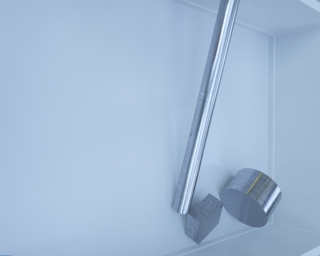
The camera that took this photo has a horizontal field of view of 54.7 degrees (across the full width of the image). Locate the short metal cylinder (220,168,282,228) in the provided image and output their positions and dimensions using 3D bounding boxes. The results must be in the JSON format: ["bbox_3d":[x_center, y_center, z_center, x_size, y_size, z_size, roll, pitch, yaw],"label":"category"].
[{"bbox_3d":[0.145,0.111,0.496,0.050,0.080,0.080,-42,116,-32],"label":"short metal cylinder"}]

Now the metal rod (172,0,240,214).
[{"bbox_3d":[0.062,-0.029,0.422,0.025,0.025,0.298,9,96,-40],"label":"metal rod"}]

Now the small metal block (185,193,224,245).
[{"bbox_3d":[0.064,0.132,0.449,0.050,0.025,0.050,-32,139,-35],"label":"small metal block"}]
